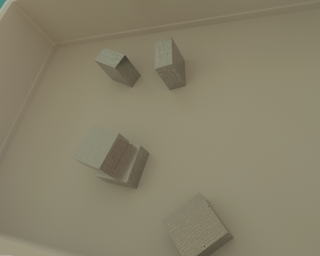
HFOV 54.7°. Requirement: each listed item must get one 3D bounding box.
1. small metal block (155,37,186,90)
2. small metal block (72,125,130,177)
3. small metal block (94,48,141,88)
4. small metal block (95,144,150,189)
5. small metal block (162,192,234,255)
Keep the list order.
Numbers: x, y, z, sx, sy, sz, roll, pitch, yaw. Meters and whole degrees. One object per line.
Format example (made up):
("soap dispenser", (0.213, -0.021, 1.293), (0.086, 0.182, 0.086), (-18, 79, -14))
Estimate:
("small metal block", (0.015, -0.090, 0.437), (0.025, 0.050, 0.050), (-14, 56, 21))
("small metal block", (-0.076, 0.028, 0.397), (0.050, 0.025, 0.050), (15, 69, 35))
("small metal block", (-0.065, -0.093, 0.482), (0.050, 0.050, 0.025), (26, 76, 37))
("small metal block", (-0.048, 0.047, 0.402), (0.050, 0.025, 0.050), (6, 64, 30))
("small metal block", (0.039, 0.105, 0.321), (0.050, 0.025, 0.050), (-38, 51, 3))
